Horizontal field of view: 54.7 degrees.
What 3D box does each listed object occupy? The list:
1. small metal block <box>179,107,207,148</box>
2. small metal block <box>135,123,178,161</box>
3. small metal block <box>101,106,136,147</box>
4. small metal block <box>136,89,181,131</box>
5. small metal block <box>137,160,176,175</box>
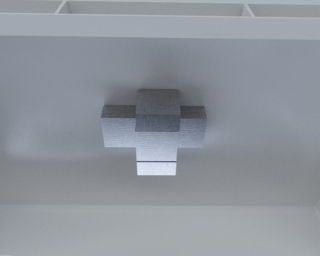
[{"bbox_3d":[0.032,-0.001,0.406,0.050,0.025,0.050,0,130,-1],"label":"small metal block"},{"bbox_3d":[-0.004,0.015,0.385,0.050,0.025,0.050,0,130,-1],"label":"small metal block"},{"bbox_3d":[-0.048,-0.001,0.405,0.050,0.025,0.050,0,130,-1],"label":"small metal block"},{"bbox_3d":[-0.002,-0.022,0.371,0.050,0.050,0.025,0,130,-1],"label":"small metal block"},{"bbox_3d":[-0.004,0.037,0.420,0.050,0.050,0.025,0,130,-1],"label":"small metal block"}]
